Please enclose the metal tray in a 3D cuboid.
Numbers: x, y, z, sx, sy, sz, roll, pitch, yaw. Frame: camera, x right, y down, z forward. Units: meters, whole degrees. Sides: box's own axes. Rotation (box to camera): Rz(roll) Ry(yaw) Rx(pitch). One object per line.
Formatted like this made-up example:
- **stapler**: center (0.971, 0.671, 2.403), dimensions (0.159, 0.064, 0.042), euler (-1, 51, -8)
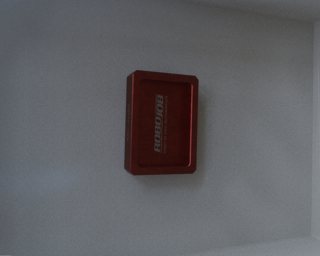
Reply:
- **metal tray**: center (0.002, -0.006, 0.406), dimensions (0.091, 0.030, 0.129), euler (2, 89, -21)
